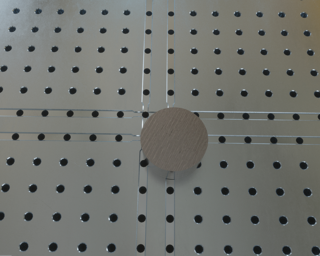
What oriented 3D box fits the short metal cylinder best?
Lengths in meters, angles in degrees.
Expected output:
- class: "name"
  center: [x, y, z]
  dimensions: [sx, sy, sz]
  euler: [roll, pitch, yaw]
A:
- class: "short metal cylinder"
  center: [0.017, 0.020, 0.391]
  dimensions: [0.080, 0.050, 0.080]
  euler: [0, 70, 0]
